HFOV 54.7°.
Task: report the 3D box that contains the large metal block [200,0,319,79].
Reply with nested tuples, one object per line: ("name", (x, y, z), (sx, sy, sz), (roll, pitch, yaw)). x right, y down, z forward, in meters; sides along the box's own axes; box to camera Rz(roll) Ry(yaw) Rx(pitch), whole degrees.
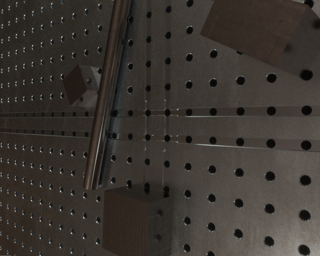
("large metal block", (0.099, -0.090, 0.291), (0.080, 0.081, 0.050), (36, 112, 34))

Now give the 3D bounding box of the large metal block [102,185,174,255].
("large metal block", (-0.030, 0.127, 0.416), (0.080, 0.050, 0.079), (4, 93, 39))

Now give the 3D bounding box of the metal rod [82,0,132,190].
("metal rod", (-0.083, -0.049, 0.474), (0.025, 0.025, 0.298), (19, 102, 38))

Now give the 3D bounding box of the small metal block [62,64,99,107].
("small metal block", (-0.132, -0.070, 0.515), (0.050, 0.025, 0.050), (-34, 69, 34))
